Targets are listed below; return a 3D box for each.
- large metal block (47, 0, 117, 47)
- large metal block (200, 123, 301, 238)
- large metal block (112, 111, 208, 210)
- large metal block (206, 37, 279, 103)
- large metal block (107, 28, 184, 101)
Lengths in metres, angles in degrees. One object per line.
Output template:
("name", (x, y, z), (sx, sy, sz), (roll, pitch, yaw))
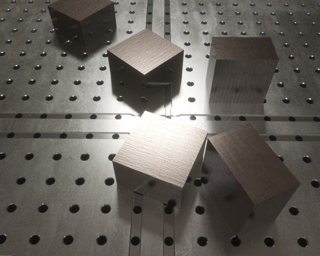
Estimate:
("large metal block", (-0.138, -0.200, 0.558), (0.080, 0.050, 0.080), (31, 56, 23))
("large metal block", (0.088, 0.056, 0.326), (0.050, 0.080, 0.080), (-19, 53, -16))
("large metal block", (0.002, 0.035, 0.362), (0.080, 0.050, 0.080), (19, 52, 15))
("large metal block", (0.112, -0.081, 0.441), (0.081, 0.080, 0.050), (0, 50, 0))
("large metal block", (-0.021, -0.100, 0.475), (0.080, 0.050, 0.080), (37, 59, 27))
